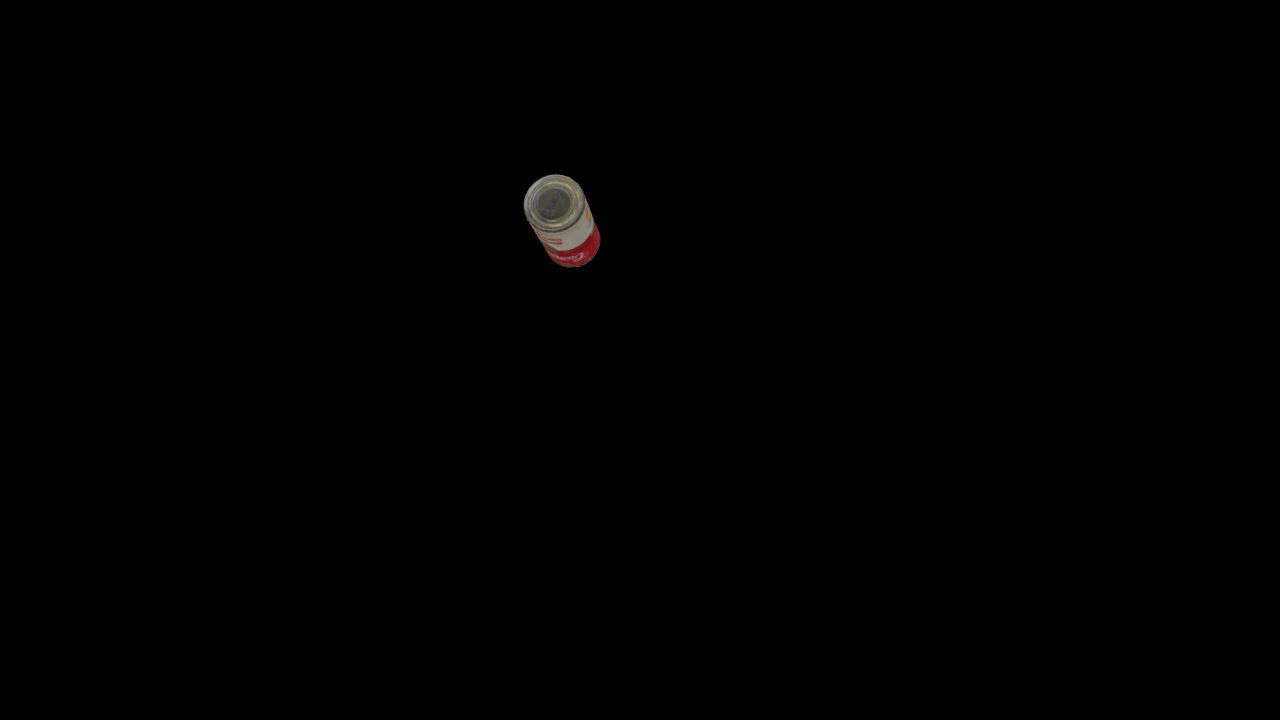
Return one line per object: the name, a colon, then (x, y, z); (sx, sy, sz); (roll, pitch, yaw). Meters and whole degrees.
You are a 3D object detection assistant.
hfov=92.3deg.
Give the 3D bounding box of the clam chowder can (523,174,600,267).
clam chowder can: (-0.085, -0.153, 0.687); (0.068, 0.068, 0.102); (0, -13, 5)
